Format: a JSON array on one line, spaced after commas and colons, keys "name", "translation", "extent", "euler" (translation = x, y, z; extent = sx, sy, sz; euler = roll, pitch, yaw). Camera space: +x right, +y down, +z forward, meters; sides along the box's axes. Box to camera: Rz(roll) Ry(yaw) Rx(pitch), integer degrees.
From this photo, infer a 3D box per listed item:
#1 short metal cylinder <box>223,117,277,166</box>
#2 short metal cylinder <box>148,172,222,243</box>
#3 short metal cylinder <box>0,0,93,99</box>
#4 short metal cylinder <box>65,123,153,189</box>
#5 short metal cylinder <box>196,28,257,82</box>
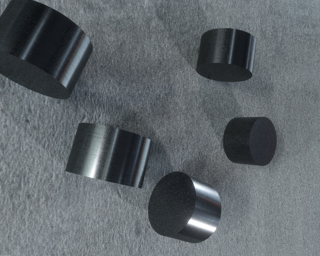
[{"name": "short metal cylinder", "translation": [0.151, 0.021, 0.518], "extent": [0.081, 0.050, 0.079], "euler": [0, 90, -40]}, {"name": "short metal cylinder", "translation": [0.031, 0.102, 0.397], "extent": [0.050, 0.080, 0.080], "euler": [30, 72, -37]}, {"name": "short metal cylinder", "translation": [-0.109, -0.068, 0.279], "extent": [0.080, 0.080, 0.050], "euler": [33, 69, -36]}, {"name": "short metal cylinder", "translation": [-0.052, 0.030, 0.327], "extent": [0.080, 0.080, 0.050], "euler": [22, 76, -38]}, {"name": "short metal cylinder", "translation": [0.096, -0.104, 0.452], "extent": [0.081, 0.080, 0.050], "euler": [16, 80, -39]}]
